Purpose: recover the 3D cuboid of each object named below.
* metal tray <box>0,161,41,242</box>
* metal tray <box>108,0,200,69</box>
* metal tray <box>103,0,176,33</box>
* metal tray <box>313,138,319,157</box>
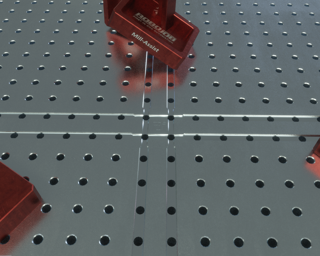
[{"bbox_3d":[-0.212,0.073,0.342,0.130,0.030,0.090,27,55,21],"label":"metal tray"},{"bbox_3d":[-0.007,-0.165,0.506,0.130,0.030,0.090,32,53,-9],"label":"metal tray"},{"bbox_3d":[-0.038,-0.209,0.534,0.130,0.089,0.030,23,45,21],"label":"metal tray"},{"bbox_3d":[0.270,0.038,0.373,0.091,0.030,0.130,-30,56,-23],"label":"metal tray"}]
